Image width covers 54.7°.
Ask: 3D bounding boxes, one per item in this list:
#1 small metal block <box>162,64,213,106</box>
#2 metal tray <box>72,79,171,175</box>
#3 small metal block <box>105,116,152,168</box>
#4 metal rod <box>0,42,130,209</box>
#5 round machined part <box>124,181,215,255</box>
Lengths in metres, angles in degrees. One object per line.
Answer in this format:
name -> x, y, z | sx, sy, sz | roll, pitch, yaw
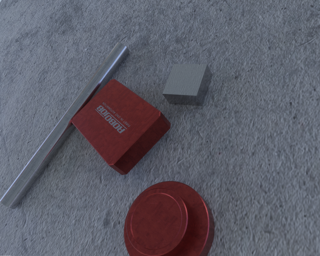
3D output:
small metal block -> 0.038, -0.059, 0.419 | 0.050, 0.025, 0.050 | 7, 65, 31
metal tray -> -0.058, -0.007, 0.425 | 0.090, 0.030, 0.130 | -47, 46, -6
small metal block -> -0.042, 0.017, 0.414 | 0.050, 0.025, 0.050 | -45, 51, -3
metal rod -> -0.141, -0.012, 0.482 | 0.025, 0.025, 0.300 | 24, 74, 36
round machined part -> 0.004, 0.102, 0.327 | 0.098, 0.042, 0.098 | -13, 56, 20
